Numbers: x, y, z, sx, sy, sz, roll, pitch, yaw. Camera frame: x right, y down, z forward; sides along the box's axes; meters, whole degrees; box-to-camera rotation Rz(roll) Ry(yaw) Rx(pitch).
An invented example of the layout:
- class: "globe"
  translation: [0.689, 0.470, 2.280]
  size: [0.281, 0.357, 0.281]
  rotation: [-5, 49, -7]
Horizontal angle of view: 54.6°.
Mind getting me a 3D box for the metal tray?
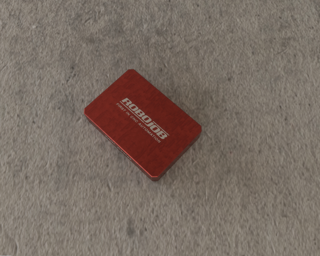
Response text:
- class: "metal tray"
  translation: [-0.023, -0.006, 0.408]
  size: [0.130, 0.030, 0.090]
  rotation: [41, 75, 13]
